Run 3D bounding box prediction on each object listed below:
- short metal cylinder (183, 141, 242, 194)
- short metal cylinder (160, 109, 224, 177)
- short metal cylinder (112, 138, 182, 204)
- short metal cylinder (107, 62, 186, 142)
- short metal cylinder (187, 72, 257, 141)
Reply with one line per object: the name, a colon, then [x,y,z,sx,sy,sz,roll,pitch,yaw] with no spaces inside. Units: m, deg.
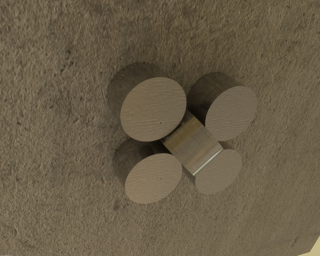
short metal cylinder: [0.075,0.052,0.466,0.081,0.050,0.079,-14,125,-21]
short metal cylinder: [0.037,0.017,0.405,0.050,0.080,0.080,-43,130,1]
short metal cylinder: [-0.017,0.054,0.416,0.081,0.050,0.079,-14,125,-21]
short metal cylinder: [-0.016,-0.031,0.364,0.081,0.050,0.079,-14,125,-21]
short metal cylinder: [0.082,-0.029,0.419,0.081,0.050,0.079,-14,125,-21]
